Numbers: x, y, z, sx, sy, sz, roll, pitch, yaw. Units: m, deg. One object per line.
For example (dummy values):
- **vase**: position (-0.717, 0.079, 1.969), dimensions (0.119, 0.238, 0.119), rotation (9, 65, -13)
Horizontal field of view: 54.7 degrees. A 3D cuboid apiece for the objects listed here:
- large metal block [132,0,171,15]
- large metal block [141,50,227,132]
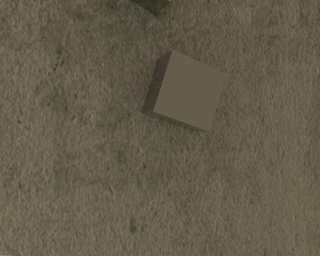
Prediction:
- **large metal block**: position (-0.016, -0.205, 0.390), dimensions (0.080, 0.050, 0.080), rotation (25, 82, -19)
- **large metal block**: position (0.031, -0.045, 0.408), dimensions (0.081, 0.050, 0.080), rotation (19, 84, -20)
